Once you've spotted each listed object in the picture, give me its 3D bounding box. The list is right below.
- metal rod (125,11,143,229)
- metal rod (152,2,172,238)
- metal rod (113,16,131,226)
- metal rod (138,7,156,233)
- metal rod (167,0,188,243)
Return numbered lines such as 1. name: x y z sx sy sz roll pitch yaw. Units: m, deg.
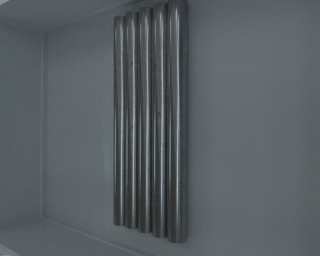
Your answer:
1. metal rod: -0.037 -0.011 0.436 0.025 0.025 0.298 0 90 40
2. metal rod: 0.003 -0.010 0.403 0.025 0.025 0.298 0 90 40
3. metal rod: -0.055 -0.010 0.451 0.025 0.025 0.298 0 90 40
4. metal rod: -0.017 -0.011 0.419 0.025 0.025 0.298 0 90 40
5. metal rod: 0.022 -0.009 0.387 0.025 0.025 0.298 0 90 40
